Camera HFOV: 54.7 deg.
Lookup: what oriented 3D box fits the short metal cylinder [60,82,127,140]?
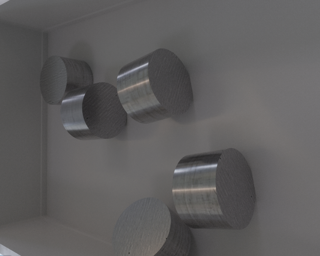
[{"bbox_3d":[-0.095,-0.023,0.449,0.050,0.081,0.080,-5,87,40],"label":"short metal cylinder"}]

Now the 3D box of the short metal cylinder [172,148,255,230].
[{"bbox_3d":[0.058,0.064,0.323,0.050,0.081,0.080,-14,81,39],"label":"short metal cylinder"}]

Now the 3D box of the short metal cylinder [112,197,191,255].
[{"bbox_3d":[-0.010,0.132,0.374,0.080,0.050,0.080,-22,41,21],"label":"short metal cylinder"}]

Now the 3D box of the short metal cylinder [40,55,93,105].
[{"bbox_3d":[-0.158,-0.078,0.521,0.080,0.050,0.080,0,90,40],"label":"short metal cylinder"}]

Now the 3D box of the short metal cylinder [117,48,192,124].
[{"bbox_3d":[-0.005,-0.049,0.375,0.050,0.081,0.080,-16,80,39],"label":"short metal cylinder"}]
